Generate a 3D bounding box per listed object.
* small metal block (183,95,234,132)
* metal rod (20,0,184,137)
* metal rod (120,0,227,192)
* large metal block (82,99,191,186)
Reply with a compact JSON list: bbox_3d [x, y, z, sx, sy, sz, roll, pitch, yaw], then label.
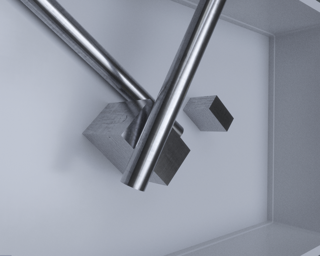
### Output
[{"bbox_3d":[0.071,-0.020,0.452,0.050,0.050,0.025,47,62,-30],"label":"small metal block"},{"bbox_3d":[-0.071,-0.080,0.348,0.300,0.025,0.025,43,64,-32],"label":"metal rod"},{"bbox_3d":[0.033,-0.082,0.306,0.025,0.025,0.299,28,82,-37],"label":"metal rod"},{"bbox_3d":[-0.027,0.016,0.350,0.080,0.080,0.050,51,60,-28],"label":"large metal block"}]
